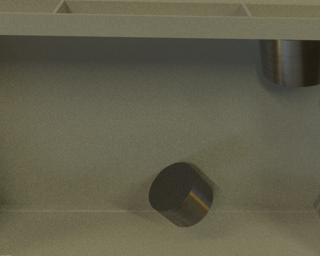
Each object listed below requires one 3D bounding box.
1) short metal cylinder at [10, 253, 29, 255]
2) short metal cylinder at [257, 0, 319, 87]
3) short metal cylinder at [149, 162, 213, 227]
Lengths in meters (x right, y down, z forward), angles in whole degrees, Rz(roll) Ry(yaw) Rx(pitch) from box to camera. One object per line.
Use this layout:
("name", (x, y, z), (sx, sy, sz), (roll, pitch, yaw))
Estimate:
("short metal cylinder", (-0.289, 0.300, 0.627), (0.050, 0.080, 0.079), (18, 128, -15))
("short metal cylinder", (0.140, -0.084, 0.304), (0.080, 0.080, 0.050), (-13, 129, 10))
("short metal cylinder", (0.031, 0.098, 0.457), (0.080, 0.080, 0.050), (-30, 124, 22))
